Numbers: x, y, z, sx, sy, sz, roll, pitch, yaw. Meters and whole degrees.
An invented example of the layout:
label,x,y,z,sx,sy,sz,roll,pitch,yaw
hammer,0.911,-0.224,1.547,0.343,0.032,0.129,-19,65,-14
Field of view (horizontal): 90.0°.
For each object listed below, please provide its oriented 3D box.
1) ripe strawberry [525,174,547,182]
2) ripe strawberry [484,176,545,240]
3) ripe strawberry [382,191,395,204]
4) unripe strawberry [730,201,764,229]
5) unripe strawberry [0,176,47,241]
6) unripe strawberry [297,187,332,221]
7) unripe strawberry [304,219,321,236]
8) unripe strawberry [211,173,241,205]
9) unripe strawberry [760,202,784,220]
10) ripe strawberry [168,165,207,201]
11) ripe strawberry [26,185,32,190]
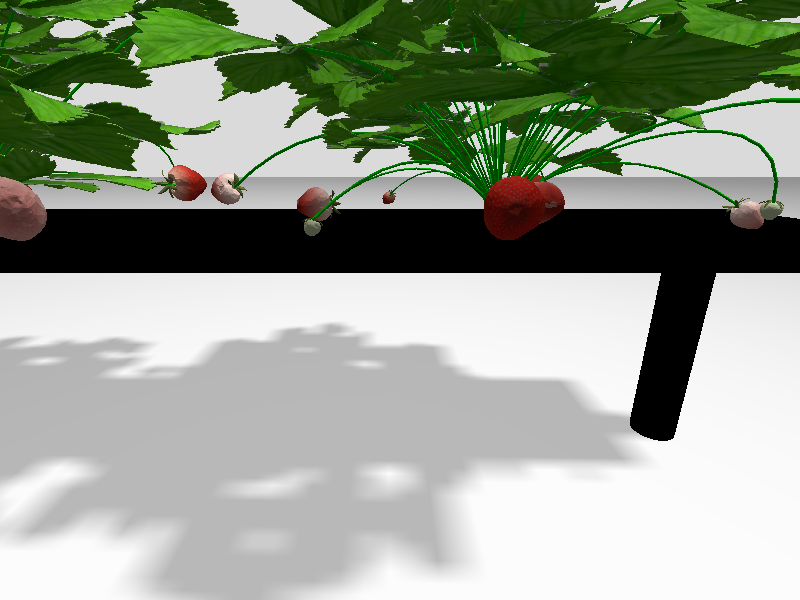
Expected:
label,x,y,z,sx,sy,sz,roll,pitch,yaw
ripe strawberry,0.138,-0.117,0.423,0.036,0.031,0.036,11,21,30
ripe strawberry,0.065,-0.051,0.228,0.034,0.036,0.037,3,19,9
ripe strawberry,-0.013,-0.111,0.437,0.015,0.013,0.015,-17,-18,-41
unripe strawberry,0.228,-0.055,0.262,0.017,0.019,0.019,-48,-11,33
unripe strawberry,-0.210,-0.048,0.215,0.033,0.034,0.030,15,24,37
unripe strawberry,-0.064,-0.070,0.296,0.025,0.024,0.027,-8,20,-16
unripe strawberry,-0.052,-0.042,0.236,0.010,0.010,0.009,20,1,-43
unripe strawberry,-0.186,-0.118,0.428,0.030,0.032,0.028,-6,15,21
unripe strawberry,0.234,-0.056,0.253,0.011,0.011,0.011,11,21,30
ripe strawberry,-0.260,-0.144,0.494,0.041,0.043,0.044,11,21,31
ripe strawberry,-0.411,-0.115,0.433,0.024,0.025,0.026,-8,20,-24
